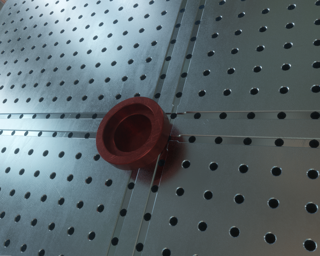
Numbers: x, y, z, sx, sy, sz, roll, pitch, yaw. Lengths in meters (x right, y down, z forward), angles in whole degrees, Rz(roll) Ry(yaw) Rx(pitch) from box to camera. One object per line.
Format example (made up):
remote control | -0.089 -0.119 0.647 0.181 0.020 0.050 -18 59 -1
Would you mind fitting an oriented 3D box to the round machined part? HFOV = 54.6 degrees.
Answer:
round machined part | -0.031 0.010 0.409 0.098 0.042 0.098 -13 56 21
